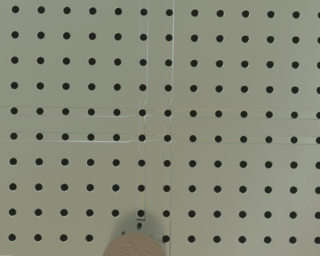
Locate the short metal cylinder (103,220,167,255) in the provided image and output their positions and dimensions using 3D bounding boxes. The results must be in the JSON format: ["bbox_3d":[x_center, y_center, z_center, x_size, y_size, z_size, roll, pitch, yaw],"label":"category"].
[{"bbox_3d":[-0.031,0.167,0.401,0.081,0.050,0.079,0,90,-1],"label":"short metal cylinder"}]
